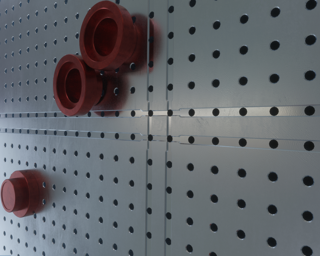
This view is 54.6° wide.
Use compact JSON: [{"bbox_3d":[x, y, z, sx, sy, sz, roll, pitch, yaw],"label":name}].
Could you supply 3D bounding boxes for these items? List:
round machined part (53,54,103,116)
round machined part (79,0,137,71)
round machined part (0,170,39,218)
[{"bbox_3d":[-0.130,-0.068,0.504,0.098,0.042,0.097,4,96,43],"label":"round machined part"},{"bbox_3d":[-0.073,-0.133,0.460,0.098,0.042,0.097,0,90,40],"label":"round machined part"},{"bbox_3d":[-0.297,0.138,0.646,0.098,0.042,0.097,0,90,40],"label":"round machined part"}]
